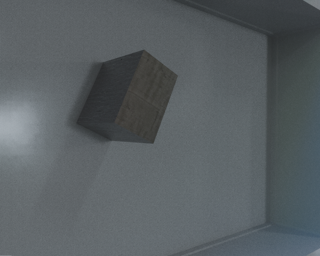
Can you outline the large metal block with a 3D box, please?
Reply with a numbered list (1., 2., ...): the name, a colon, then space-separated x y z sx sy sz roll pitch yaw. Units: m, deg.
1. large metal block: -0.037 -0.031 0.339 0.050 0.080 0.080 31 71 -36
